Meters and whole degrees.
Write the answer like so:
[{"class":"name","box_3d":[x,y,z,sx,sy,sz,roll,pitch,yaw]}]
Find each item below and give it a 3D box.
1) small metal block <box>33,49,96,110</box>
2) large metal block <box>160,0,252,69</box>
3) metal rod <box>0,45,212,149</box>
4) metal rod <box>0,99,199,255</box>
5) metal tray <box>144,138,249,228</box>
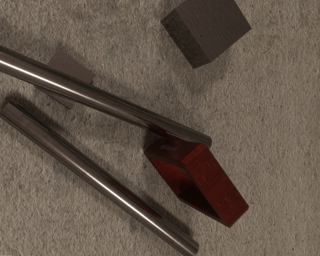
[{"class":"small metal block","box_3d":[-0.113,-0.056,0.368,0.050,0.025,0.050,36,78,-17]},{"class":"large metal block","box_3d":[0.062,-0.140,0.420,0.080,0.050,0.080,-41,103,-16]},{"class":"metal rod","box_3d":[-0.059,-0.028,0.366,0.302,0.025,0.025,23,83,-27]},{"class":"metal rod","box_3d":[-0.064,0.073,0.386,0.300,0.025,0.025,42,77,-16]},{"class":"metal tray","box_3d":[0.036,0.058,0.368,0.030,0.130,0.090,-40,103,-16]}]
